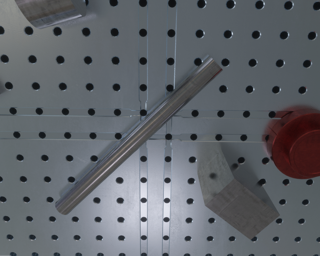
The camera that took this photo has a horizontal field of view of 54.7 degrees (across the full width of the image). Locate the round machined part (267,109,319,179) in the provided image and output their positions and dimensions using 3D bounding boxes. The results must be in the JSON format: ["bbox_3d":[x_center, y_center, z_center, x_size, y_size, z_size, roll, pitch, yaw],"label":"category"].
[{"bbox_3d":[0.200,0.027,0.416,0.099,0.042,0.097,0,110,0],"label":"round machined part"}]

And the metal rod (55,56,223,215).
[{"bbox_3d":[-0.037,0.018,0.419,0.299,0.025,0.025,-43,105,14],"label":"metal rod"}]

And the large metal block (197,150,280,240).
[{"bbox_3d":[0.102,0.087,0.417,0.080,0.080,0.050,39,106,-13],"label":"large metal block"}]

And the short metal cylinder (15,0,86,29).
[{"bbox_3d":[-0.118,-0.152,0.327,0.050,0.080,0.080,-15,110,5],"label":"short metal cylinder"}]
